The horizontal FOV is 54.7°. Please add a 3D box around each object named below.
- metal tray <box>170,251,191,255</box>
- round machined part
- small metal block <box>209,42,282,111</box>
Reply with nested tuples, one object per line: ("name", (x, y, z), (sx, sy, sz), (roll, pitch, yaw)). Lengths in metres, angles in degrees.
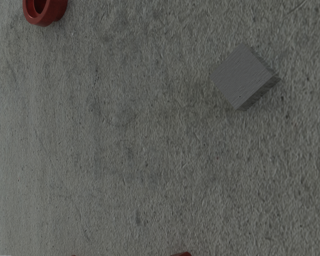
("metal tray", (0.019, 0.218, 0.345), (0.030, 0.091, 0.129), (-30, 71, 36))
("round machined part", (-0.204, -0.231, 0.558), (0.098, 0.042, 0.097), (0, 90, 39))
("small metal block", (0.090, -0.054, 0.330), (0.050, 0.025, 0.050), (-47, 63, 29))
